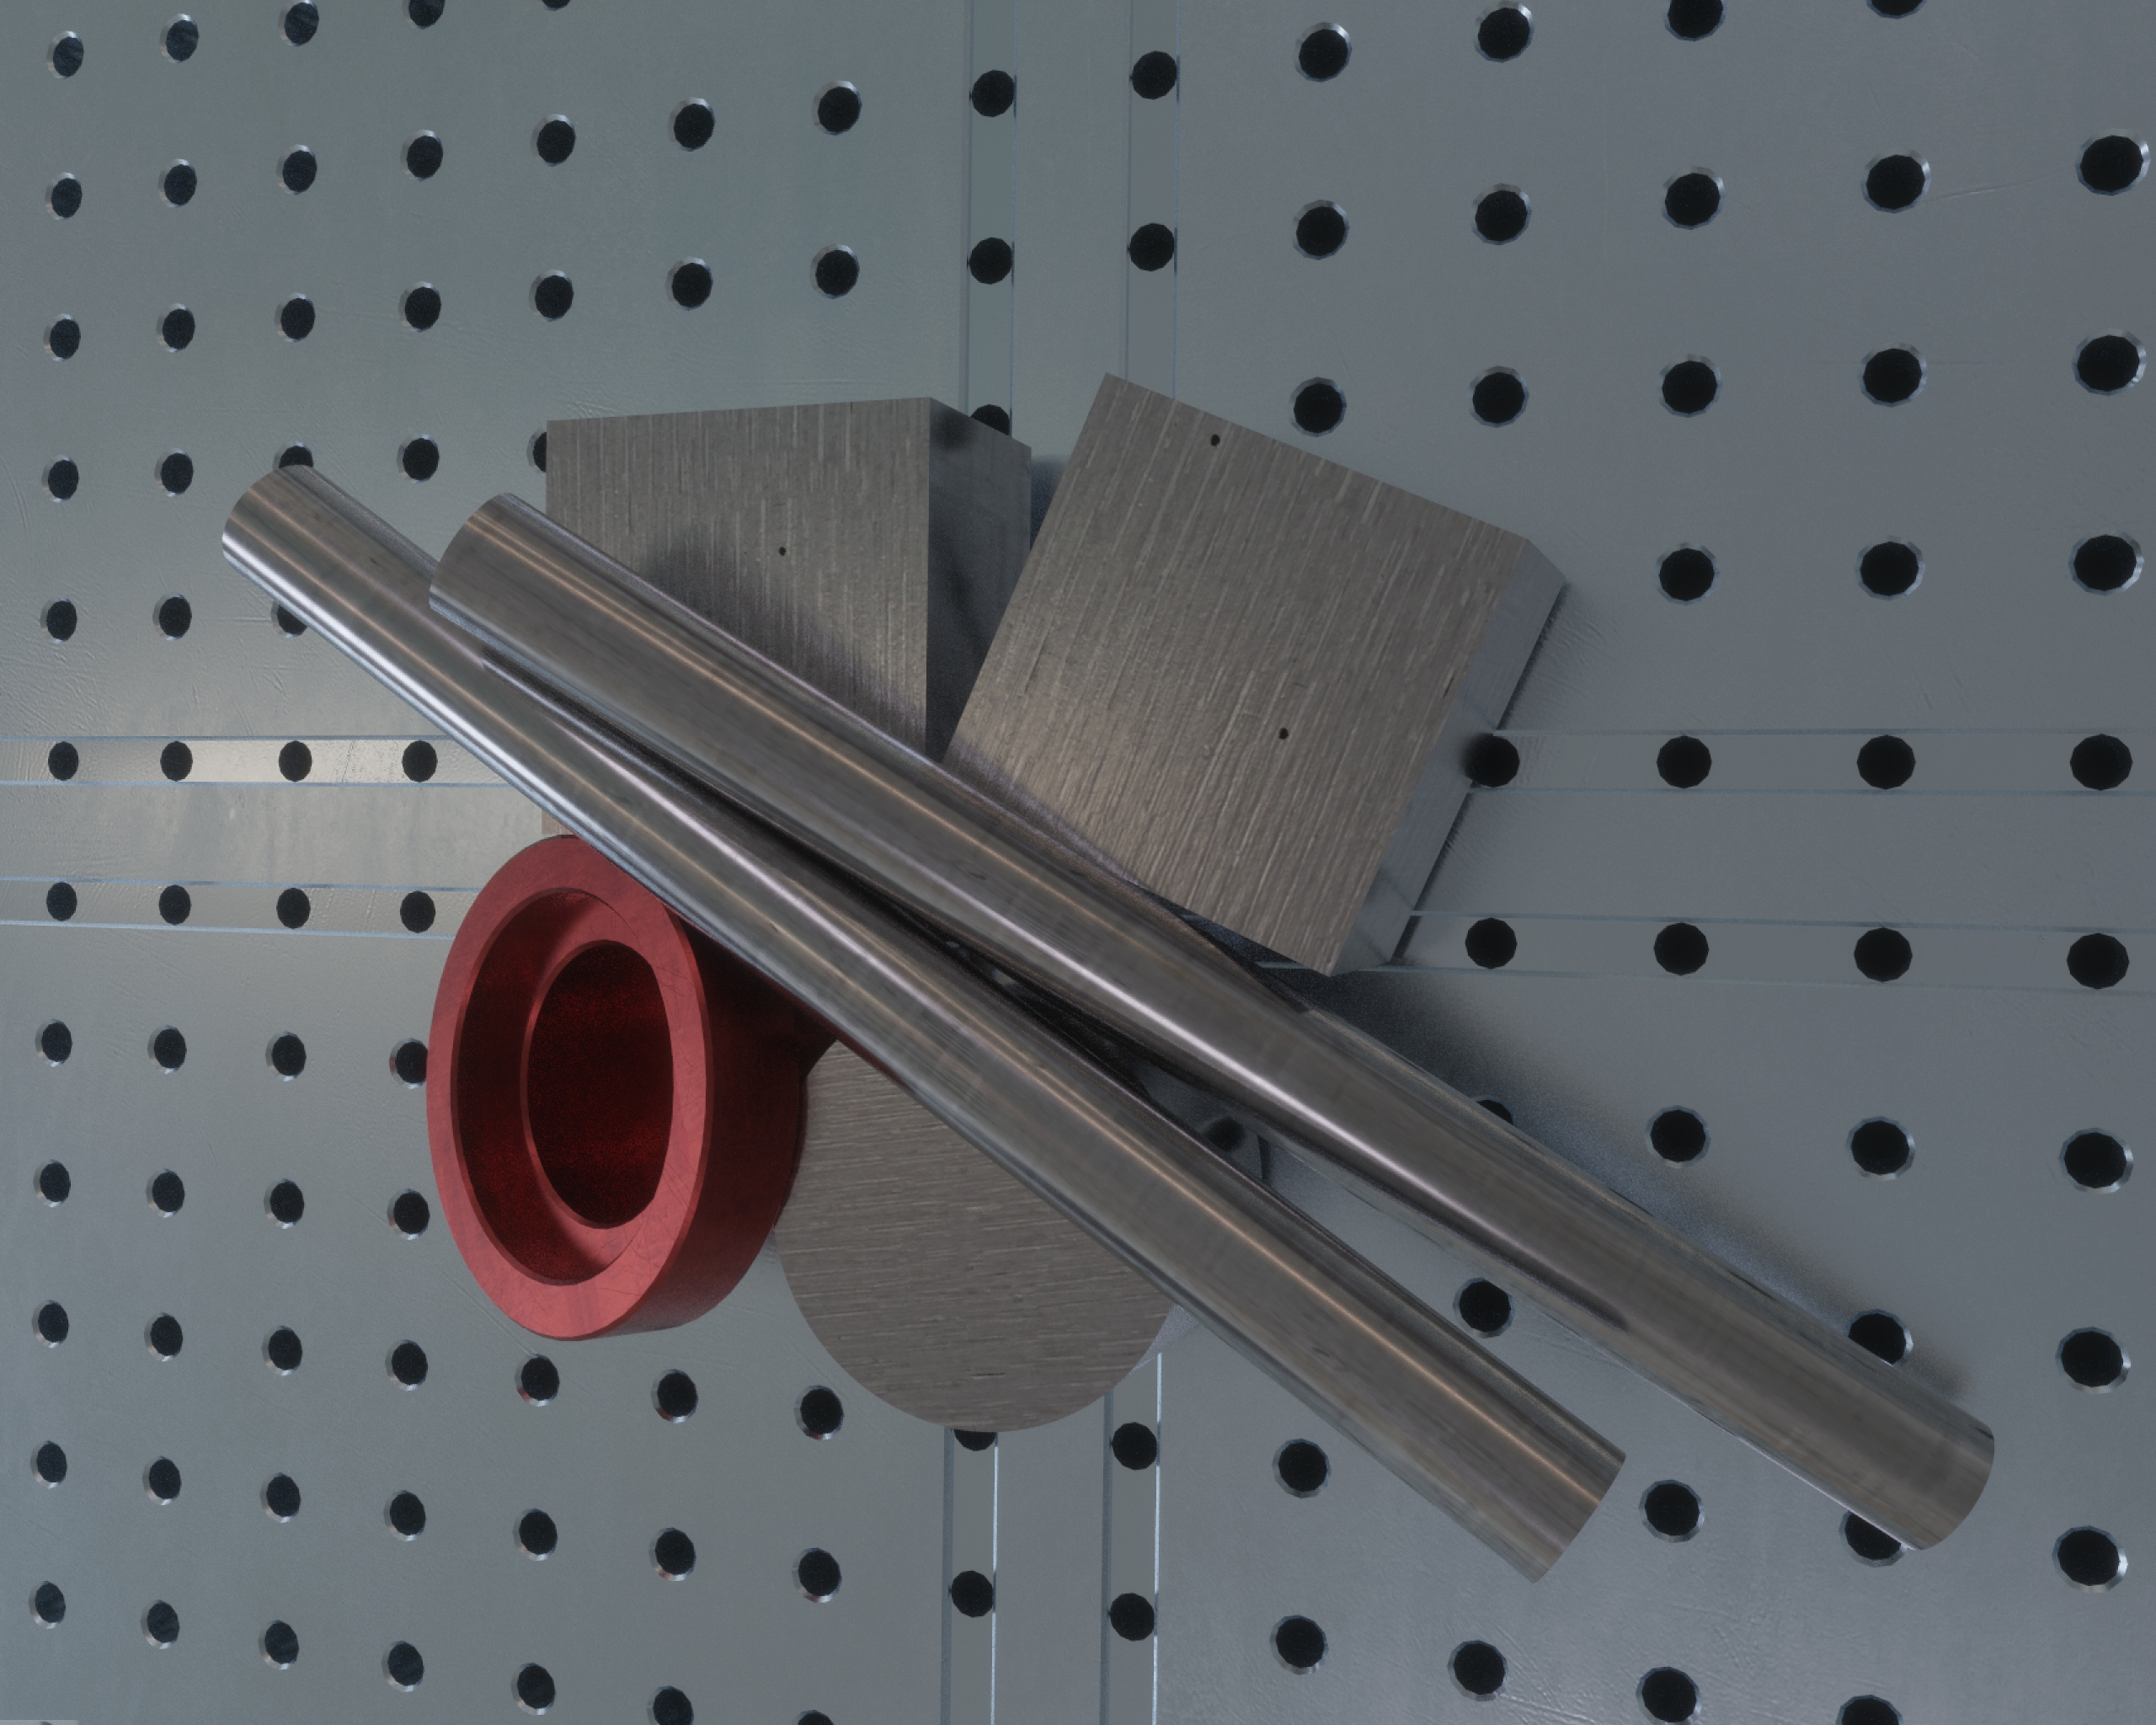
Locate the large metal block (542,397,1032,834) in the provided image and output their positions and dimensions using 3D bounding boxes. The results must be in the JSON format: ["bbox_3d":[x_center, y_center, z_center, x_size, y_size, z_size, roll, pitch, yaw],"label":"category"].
[{"bbox_3d":[-0.056,-0.045,0.412,0.080,0.050,0.079,1,90,20],"label":"large metal block"}]

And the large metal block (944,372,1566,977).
[{"bbox_3d":[0.032,-0.033,0.383,0.080,0.050,0.080,26,98,18],"label":"large metal block"}]

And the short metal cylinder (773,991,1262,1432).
[{"bbox_3d":[-0.010,0.062,0.398,0.080,0.050,0.079,0,90,20],"label":"short metal cylinder"}]

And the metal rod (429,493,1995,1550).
[{"bbox_3d":[0.021,0.026,0.361,0.301,0.025,0.025,32,101,2],"label":"metal rod"}]

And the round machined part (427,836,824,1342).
[{"bbox_3d":[-0.086,0.044,0.418,0.098,0.042,0.097,-4,84,43],"label":"round machined part"}]

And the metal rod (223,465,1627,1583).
[{"bbox_3d":[-0.038,0.018,0.367,0.300,0.025,0.025,36,102,15],"label":"metal rod"}]
